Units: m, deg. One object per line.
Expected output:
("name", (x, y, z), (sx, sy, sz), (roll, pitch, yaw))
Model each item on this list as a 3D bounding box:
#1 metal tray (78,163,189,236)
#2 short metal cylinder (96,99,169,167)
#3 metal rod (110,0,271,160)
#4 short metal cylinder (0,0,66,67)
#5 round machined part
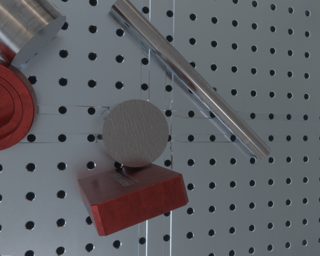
("metal tray", (-0.037, 0.070, 0.343), (0.091, 0.130, 0.030), (-16, 96, -19))
("short metal cylinder", (-0.036, 0.006, 0.386), (0.081, 0.050, 0.080), (0, 90, -20))
("metal rod", (0.052, -0.060, 0.431), (0.300, 0.025, 0.025), (43, 77, -15))
("short metal cylinder", (-0.148, -0.110, 0.329), (0.050, 0.080, 0.080), (46, 76, -15))
("round machined part", (-0.181, -0.027, 0.325), (0.099, 0.042, 0.097), (-5, 112, -11))
